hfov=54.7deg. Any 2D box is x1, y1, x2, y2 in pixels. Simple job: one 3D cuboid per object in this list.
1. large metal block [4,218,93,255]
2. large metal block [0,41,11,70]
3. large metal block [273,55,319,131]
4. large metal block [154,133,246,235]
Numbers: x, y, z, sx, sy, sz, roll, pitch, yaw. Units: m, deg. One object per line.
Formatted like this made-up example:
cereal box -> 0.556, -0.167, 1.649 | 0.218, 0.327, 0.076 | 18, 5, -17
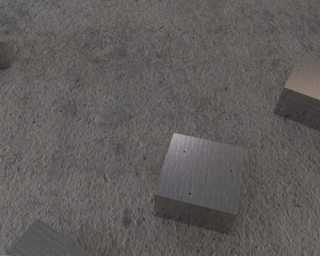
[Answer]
large metal block -> -0.099, 0.141, 0.268 | 0.080, 0.050, 0.080 | 25, 54, 19
large metal block -> -0.296, -0.126, 0.491 | 0.081, 0.050, 0.080 | -24, 54, -19
large metal block -> 0.215, -0.047, 0.428 | 0.080, 0.050, 0.080 | 25, 54, 19
large metal block -> 0.044, 0.059, 0.338 | 0.080, 0.050, 0.080 | 12, 51, 10
